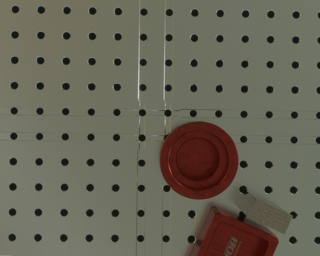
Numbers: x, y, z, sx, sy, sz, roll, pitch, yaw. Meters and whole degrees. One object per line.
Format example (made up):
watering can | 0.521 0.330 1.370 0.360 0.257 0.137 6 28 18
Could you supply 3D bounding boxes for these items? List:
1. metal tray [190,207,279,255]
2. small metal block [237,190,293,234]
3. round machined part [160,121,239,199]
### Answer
metal tray | 0.088 0.183 0.412 0.090 0.030 0.129 24 90 -1
small metal block | 0.135 0.108 0.403 0.050 0.050 0.025 25 90 -1
round machined part | 0.049 0.040 0.406 0.099 0.042 0.097 0 90 -1
